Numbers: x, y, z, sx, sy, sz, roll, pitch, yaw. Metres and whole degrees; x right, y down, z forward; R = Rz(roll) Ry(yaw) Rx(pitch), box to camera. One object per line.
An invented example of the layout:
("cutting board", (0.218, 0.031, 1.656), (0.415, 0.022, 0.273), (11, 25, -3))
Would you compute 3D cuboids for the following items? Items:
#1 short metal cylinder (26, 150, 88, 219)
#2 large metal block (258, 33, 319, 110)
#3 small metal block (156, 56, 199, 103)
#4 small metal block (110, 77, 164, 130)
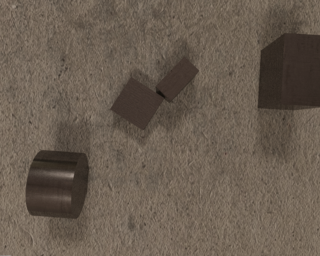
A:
("short metal cylinder", (-0.123, 0.069, 0.381), (0.050, 0.080, 0.079), (5, 90, 0))
("large metal block", (0.162, -0.065, 0.385), (0.050, 0.080, 0.079), (3, 90, 0))
("small metal block", (0.021, -0.060, 0.398), (0.025, 0.050, 0.050), (44, 90, -1))
("small metal block", (-0.029, -0.031, 0.410), (0.050, 0.025, 0.050), (33, 90, -1))
